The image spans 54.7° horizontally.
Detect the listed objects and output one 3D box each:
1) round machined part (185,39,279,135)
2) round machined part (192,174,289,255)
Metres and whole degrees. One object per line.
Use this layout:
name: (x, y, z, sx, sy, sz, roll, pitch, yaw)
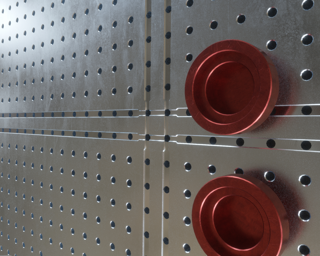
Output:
round machined part: (0.079, -0.042, 0.332, 0.098, 0.042, 0.097, 0, 90, 39)
round machined part: (0.086, 0.097, 0.326, 0.098, 0.042, 0.097, 0, 90, 39)
